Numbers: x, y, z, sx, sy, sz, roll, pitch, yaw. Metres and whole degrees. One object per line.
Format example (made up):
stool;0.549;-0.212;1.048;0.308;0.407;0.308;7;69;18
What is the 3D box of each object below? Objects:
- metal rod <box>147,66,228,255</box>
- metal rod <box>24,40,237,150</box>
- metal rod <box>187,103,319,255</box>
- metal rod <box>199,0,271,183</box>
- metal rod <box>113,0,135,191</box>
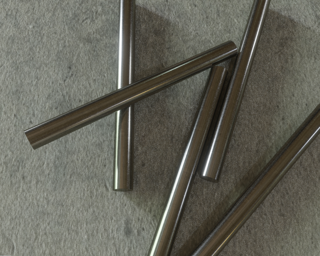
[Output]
metal rod;0.034;0.052;0.389;0.025;0.025;0.300;19;71;6
metal rod;-0.022;-0.051;0.403;0.302;0.025;0.025;-27;72;-19
metal rod;0.122;0.076;0.381;0.025;0.025;0.301;42;75;13
metal rod;0.111;-0.069;0.434;0.025;0.025;0.300;19;71;6
metal rod;-0.048;-0.064;0.430;0.025;0.025;0.299;-1;70;-1
